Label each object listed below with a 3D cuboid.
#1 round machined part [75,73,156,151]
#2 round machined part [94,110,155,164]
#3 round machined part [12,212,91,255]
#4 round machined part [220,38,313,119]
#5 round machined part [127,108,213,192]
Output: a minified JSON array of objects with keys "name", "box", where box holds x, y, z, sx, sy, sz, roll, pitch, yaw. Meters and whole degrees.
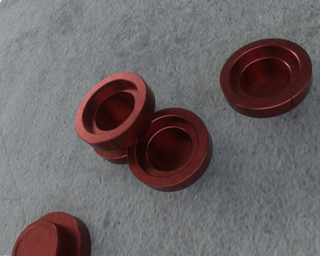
[{"name":"round machined part","box":[-0.048,-0.015,0.369,0.098,0.042,0.098,-16,52,22]},{"name":"round machined part","box":[-0.053,-0.003,0.422,0.098,0.042,0.098,-13,56,21]},{"name":"round machined part","box":[-0.136,0.149,0.371,0.098,0.042,0.098,-13,56,20]},{"name":"round machined part","box":[0.123,-0.053,0.360,0.098,0.042,0.098,-13,56,20]},{"name":"round machined part","box":[0.014,0.028,0.365,0.098,0.042,0.098,-11,59,19]}]
